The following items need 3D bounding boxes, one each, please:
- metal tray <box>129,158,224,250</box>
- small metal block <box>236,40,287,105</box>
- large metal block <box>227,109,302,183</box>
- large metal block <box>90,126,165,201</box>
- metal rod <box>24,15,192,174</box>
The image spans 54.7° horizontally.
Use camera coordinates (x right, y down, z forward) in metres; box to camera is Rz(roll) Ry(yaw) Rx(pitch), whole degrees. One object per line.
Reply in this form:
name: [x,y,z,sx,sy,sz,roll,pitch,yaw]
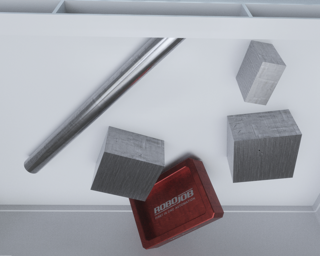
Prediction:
metal tray: [0.019,0.113,0.460,0.130,0.090,0.030,-35,150,25]
small metal block: [0.109,-0.061,0.342,0.025,0.050,0.050,8,130,-8]
large metal block: [0.135,0.025,0.417,0.080,0.050,0.080,-6,130,4]
large metal block: [-0.046,0.052,0.436,0.081,0.050,0.079,16,128,-14]
metal rod: [-0.081,-0.025,0.386,0.025,0.025,0.299,37,121,-28]
